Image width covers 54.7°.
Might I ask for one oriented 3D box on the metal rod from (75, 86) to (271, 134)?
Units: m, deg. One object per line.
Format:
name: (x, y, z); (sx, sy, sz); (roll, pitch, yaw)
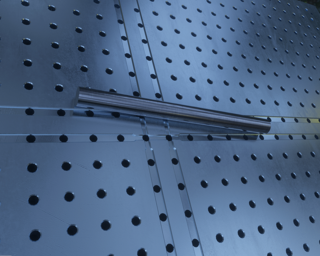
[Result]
metal rod: (0.035, -0.020, 0.441); (0.302, 0.025, 0.025); (8, 59, -25)
